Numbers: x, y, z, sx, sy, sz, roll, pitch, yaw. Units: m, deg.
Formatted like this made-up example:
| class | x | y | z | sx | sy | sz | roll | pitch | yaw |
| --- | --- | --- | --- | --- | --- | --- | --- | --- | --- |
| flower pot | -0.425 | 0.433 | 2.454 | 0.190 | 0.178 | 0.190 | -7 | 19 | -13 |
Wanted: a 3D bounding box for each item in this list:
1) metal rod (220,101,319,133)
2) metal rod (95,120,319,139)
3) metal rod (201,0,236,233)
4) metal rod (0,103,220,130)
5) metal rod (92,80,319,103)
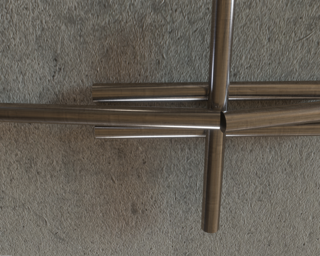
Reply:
| class | x | y | z | sx | sy | sz | roll | pitch | yaw |
| --- | --- | --- | --- | --- | --- | --- | --- | --- | --- |
| metal rod | 0.220 | -0.023 | 0.379 | 0.302 | 0.025 | 0.025 | -6 | 111 | -9 |
| metal rod | 0.067 | 0.000 | 0.411 | 0.302 | 0.025 | 0.025 | -1 | 110 | -1 |
| metal rod | 0.070 | 0.001 | 0.386 | 0.025 | 0.025 | 0.298 | 0 | 110 | 0 |
| metal rod | -0.080 | -0.015 | 0.377 | 0.302 | 0.025 | 0.025 | 2 | 111 | 9 |
| metal rod | 0.067 | -0.046 | 0.394 | 0.302 | 0.025 | 0.025 | -1 | 110 | -1 |
